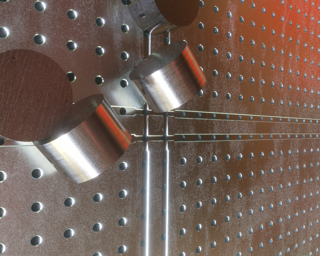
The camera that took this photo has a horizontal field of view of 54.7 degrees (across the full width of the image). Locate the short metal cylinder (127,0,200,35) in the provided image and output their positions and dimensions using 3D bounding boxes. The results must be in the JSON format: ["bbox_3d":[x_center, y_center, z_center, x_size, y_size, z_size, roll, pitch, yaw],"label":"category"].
[{"bbox_3d":[0.005,-0.165,0.398,0.081,0.050,0.079,0,90,-40],"label":"short metal cylinder"}]

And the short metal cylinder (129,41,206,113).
[{"bbox_3d":[0.009,-0.064,0.383,0.080,0.080,0.050,-50,120,-29],"label":"short metal cylinder"}]

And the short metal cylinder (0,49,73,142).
[{"bbox_3d":[-0.129,-0.028,0.285,0.081,0.050,0.079,0,90,-40],"label":"short metal cylinder"}]

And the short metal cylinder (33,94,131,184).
[{"bbox_3d":[-0.076,0.009,0.311,0.080,0.080,0.050,-48,119,-30],"label":"short metal cylinder"}]
